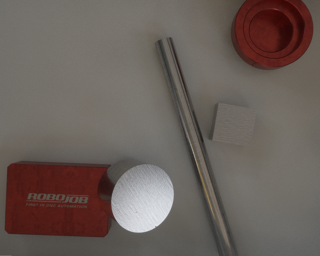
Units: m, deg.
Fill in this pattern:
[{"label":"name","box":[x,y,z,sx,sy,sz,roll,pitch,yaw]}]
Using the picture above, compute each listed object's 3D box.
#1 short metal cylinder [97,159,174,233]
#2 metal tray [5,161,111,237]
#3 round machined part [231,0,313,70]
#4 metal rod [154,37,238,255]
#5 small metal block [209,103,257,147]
[{"label":"short metal cylinder","box":[-0.030,0.081,0.383,0.081,0.050,0.079,-1,92,-29]},{"label":"metal tray","box":[-0.130,0.092,0.407,0.131,0.030,0.089,2,90,-1]},{"label":"round machined part","box":[0.141,-0.124,0.405,0.099,0.042,0.097,0,90,-1]},{"label":"metal rod","box":[0.048,0.027,0.412,0.025,0.025,0.298,-17,90,0]},{"label":"small metal block","box":[0.097,-0.004,0.413,0.050,0.025,0.050,10,90,-1]}]
